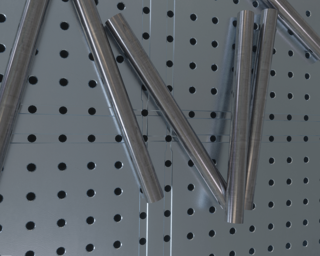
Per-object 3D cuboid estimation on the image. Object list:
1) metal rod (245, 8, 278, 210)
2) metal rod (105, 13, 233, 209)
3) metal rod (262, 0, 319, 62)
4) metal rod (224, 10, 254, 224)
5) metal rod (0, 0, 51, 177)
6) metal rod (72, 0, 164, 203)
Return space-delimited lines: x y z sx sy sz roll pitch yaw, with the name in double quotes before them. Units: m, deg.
"metal rod" 0.145 -0.029 0.465 0.025 0.025 0.299 10 87 -20
"metal rod" 0.020 -0.014 0.419 0.025 0.025 0.299 -36 102 -16
"metal rod" 0.161 -0.207 0.471 0.301 0.025 0.025 38 78 -16
"metal rod" 0.113 -0.021 0.438 0.025 0.025 0.299 8 82 -20
"metal rod" -0.168 -0.039 0.350 0.025 0.025 0.299 16 85 -19
"metal rod" -0.055 -0.046 0.391 0.025 0.025 0.299 -22 97 -19
